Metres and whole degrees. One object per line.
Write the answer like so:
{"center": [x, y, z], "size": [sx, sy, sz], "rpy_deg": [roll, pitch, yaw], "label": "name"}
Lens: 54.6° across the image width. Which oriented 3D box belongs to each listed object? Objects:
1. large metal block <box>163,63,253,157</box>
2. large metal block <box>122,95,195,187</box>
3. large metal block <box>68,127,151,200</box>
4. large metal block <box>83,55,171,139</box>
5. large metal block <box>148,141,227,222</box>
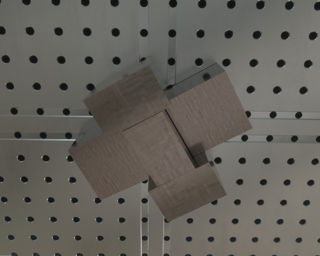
{"center": [0.057, -0.023, 0.391], "size": [0.080, 0.050, 0.080], "rpy_deg": [-27, 110, 9], "label": "large metal block"}
{"center": [0.000, 0.012, 0.388], "size": [0.050, 0.080, 0.080], "rpy_deg": [-27, 108, 10], "label": "large metal block"}
{"center": [-0.060, 0.037, 0.414], "size": [0.080, 0.050, 0.080], "rpy_deg": [-25, 108, 9], "label": "large metal block"}
{"center": [-0.035, -0.040, 0.368], "size": [0.080, 0.080, 0.050], "rpy_deg": [-27, 108, 9], "label": "large metal block"}
{"center": [0.033, 0.065, 0.408], "size": [0.080, 0.080, 0.050], "rpy_deg": [-27, 108, 9], "label": "large metal block"}
